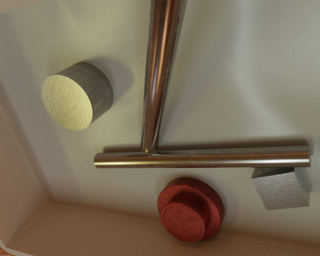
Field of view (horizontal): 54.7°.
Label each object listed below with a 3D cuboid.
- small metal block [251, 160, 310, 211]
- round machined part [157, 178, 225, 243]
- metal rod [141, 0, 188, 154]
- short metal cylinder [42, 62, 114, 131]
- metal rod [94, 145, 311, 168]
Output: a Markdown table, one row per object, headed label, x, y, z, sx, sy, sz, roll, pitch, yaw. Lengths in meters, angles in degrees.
| label | x | y | z | sx | sy | sz | roll | pitch | yaw |
| --- | --- | --- | --- | --- | --- | --- | --- | --- | --- |
| small metal block | 0.146 | 0.070 | 0.375 | 0.050 | 0.025 | 0.050 | -18 | 110 | 34 |
| round machined part | 0.040 | 0.124 | 0.447 | 0.098 | 0.042 | 0.097 | 12 | 118 | 23 |
| metal rod | -0.003 | -0.041 | 0.299 | 0.025 | 0.025 | 0.299 | 29 | 155 | 9 |
| short metal cylinder | -0.111 | -0.043 | 0.423 | 0.080 | 0.050 | 0.079 | 13 | 124 | 20 |
| metal rod | 0.034 | 0.041 | 0.414 | 0.300 | 0.025 | 0.025 | -5 | 116 | 30 |
